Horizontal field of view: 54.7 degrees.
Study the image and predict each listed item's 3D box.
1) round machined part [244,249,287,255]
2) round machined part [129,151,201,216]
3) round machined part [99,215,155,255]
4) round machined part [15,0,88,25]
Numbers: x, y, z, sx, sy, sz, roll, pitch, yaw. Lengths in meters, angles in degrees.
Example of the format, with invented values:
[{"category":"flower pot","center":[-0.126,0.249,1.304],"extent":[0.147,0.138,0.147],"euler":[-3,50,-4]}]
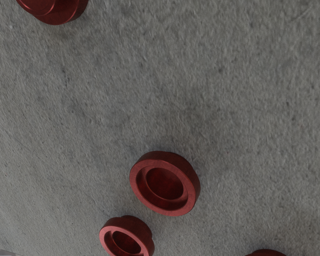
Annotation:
[{"category":"round machined part","center":[0.159,0.214,0.444],"extent":[0.098,0.042,0.097],"euler":[13,124,20]},{"category":"round machined part","center":[0.010,0.072,0.434],"extent":[0.098,0.042,0.097],"euler":[13,124,20]},{"category":"round machined part","center":[-0.053,0.192,0.541],"extent":[0.098,0.042,0.097],"euler":[13,124,20]},{"category":"round machined part","center":[-0.135,-0.169,0.361],"extent":[0.098,0.042,0.097],"euler":[13,124,20]}]
